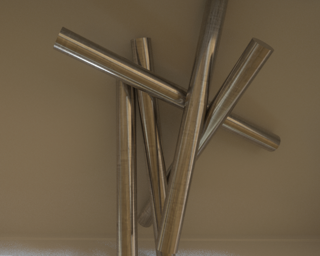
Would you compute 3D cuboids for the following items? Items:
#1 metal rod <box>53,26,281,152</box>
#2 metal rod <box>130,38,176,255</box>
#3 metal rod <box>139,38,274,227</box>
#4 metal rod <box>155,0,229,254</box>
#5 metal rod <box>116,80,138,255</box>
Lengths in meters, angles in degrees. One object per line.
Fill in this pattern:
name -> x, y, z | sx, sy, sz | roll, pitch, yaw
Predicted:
metal rod -> 0.025, -0.036, 0.369 | 0.302, 0.025, 0.025 | 24, 109, -20
metal rod -> -0.007, 0.040, 0.392 | 0.025, 0.025, 0.298 | -6, 98, 2
metal rod -> 0.040, 0.027, 0.385 | 0.025, 0.025, 0.298 | 24, 122, -9
metal rod -> 0.038, -0.013, 0.347 | 0.025, 0.025, 0.298 | 12, 87, -5
metal rod -> -0.040, 0.084, 0.374 | 0.025, 0.025, 0.298 | -1, 84, 0
